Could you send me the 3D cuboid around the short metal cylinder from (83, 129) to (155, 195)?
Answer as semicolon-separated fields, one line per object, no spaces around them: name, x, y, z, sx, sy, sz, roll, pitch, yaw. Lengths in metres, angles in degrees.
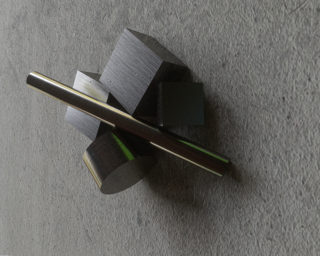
short metal cylinder;-0.054;0.044;0.415;0.080;0.081;0.050;-51;60;28

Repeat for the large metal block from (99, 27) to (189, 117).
large metal block;-0.024;-0.071;0.406;0.080;0.050;0.080;47;118;29

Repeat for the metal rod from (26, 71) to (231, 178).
metal rod;-0.055;-0.013;0.398;0.301;0.025;0.025;24;106;20

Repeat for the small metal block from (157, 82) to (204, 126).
small metal block;0.024;-0.028;0.368;0.025;0.050;0.050;175;94;-75

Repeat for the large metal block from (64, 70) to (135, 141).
large metal block;-0.091;-0.033;0.465;0.080;0.050;0.079;31;109;35
